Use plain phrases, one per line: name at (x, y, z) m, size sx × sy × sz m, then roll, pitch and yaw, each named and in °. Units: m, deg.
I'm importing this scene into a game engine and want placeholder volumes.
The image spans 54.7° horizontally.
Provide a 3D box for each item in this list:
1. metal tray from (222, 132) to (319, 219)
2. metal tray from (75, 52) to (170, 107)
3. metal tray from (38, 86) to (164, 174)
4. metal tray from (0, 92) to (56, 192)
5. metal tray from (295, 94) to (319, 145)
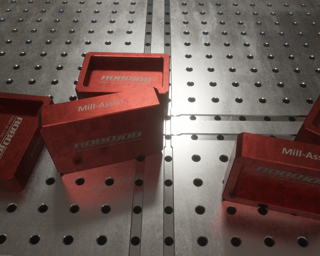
metal tray at (0.138, 0.054, 0.322) m, size 0.131 × 0.089 × 0.030 m, roll 10°, pitch 51°, yaw 8°
metal tray at (-0.051, -0.074, 0.465) m, size 0.131 × 0.030 × 0.090 m, roll 2°, pitch 50°, yaw 1°
metal tray at (-0.062, 0.004, 0.360) m, size 0.131 × 0.089 × 0.030 m, roll -12°, pitch 51°, yaw -10°
metal tray at (-0.197, 0.012, 0.391) m, size 0.091 × 0.030 × 0.130 m, roll 6°, pitch 50°, yaw 4°
metal tray at (0.257, 0.009, 0.399) m, size 0.130 × 0.030 × 0.090 m, roll 29°, pitch 56°, yaw 22°
